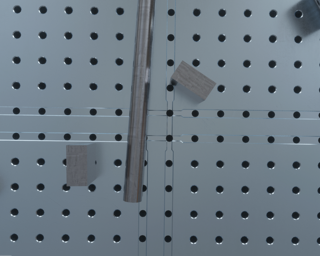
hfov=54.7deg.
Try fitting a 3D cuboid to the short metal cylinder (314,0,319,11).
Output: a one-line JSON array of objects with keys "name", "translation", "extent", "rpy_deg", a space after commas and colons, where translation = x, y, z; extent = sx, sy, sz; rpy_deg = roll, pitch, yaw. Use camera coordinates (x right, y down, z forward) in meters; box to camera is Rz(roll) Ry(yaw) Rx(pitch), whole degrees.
[{"name": "short metal cylinder", "translation": [0.238, -0.174, 0.387], "extent": [0.080, 0.080, 0.050], "rpy_deg": [-29, 90, 0]}]

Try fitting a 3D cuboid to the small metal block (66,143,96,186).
[{"name": "small metal block", "translation": [-0.101, 0.046, 0.400], "extent": [0.025, 0.050, 0.050], "rpy_deg": [-1, 90, 0]}]

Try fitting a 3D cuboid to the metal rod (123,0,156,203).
[{"name": "metal rod", "translation": [-0.026, -0.052, 0.412], "extent": [0.025, 0.025, 0.298], "rpy_deg": [4, 90, 0]}]

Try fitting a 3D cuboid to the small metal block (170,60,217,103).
[{"name": "small metal block", "translation": [0.041, -0.058, 0.401], "extent": [0.050, 0.050, 0.025], "rpy_deg": [34, 90, 0]}]
